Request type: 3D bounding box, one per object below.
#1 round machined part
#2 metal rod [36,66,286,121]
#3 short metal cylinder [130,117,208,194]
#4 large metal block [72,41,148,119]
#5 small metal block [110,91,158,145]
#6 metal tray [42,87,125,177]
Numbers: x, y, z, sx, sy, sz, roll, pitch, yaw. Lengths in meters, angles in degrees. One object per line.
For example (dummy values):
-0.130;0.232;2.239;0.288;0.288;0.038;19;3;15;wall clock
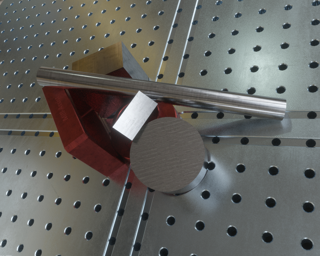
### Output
-0.024;-0.003;0.414;0.098;0.042;0.098;-13;56;20;round machined part
-0.007;-0.044;0.376;0.301;0.025;0.025;9;65;10;metal rod
0.012;0.033;0.349;0.080;0.050;0.080;-3;74;12;short metal cylinder
-0.069;-0.066;0.446;0.080;0.080;0.050;-19;55;16;large metal block
-0.031;-0.010;0.357;0.025;0.050;0.050;35;76;-5;small metal block
-0.105;-0.003;0.421;0.030;0.090;0.130;-38;51;3;metal tray
